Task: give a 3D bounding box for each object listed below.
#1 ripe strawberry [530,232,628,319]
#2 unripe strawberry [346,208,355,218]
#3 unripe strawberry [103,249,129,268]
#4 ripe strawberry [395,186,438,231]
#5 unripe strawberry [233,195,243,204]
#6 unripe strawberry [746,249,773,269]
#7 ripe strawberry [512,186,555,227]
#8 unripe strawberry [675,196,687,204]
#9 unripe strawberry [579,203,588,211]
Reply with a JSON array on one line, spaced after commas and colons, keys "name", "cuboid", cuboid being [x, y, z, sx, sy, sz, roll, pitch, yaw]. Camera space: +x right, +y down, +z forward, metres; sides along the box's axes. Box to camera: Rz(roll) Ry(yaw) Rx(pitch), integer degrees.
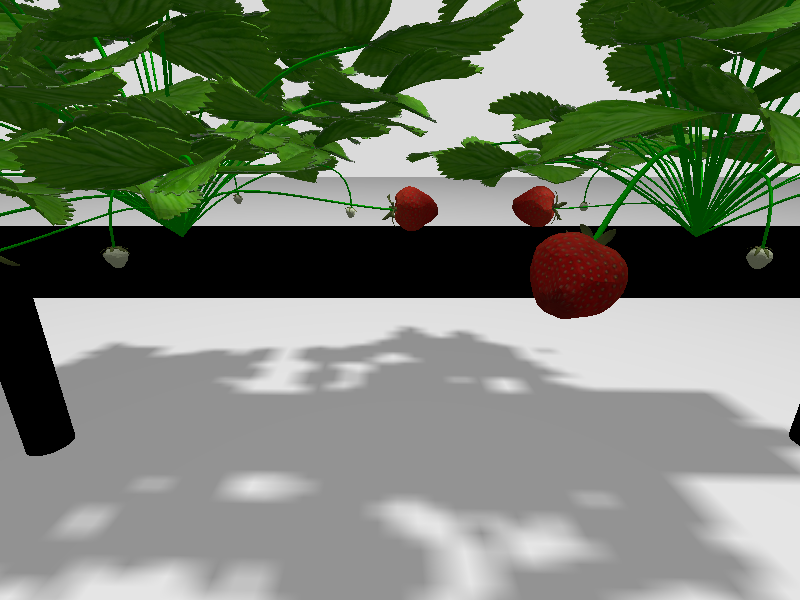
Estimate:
[{"name": "ripe strawberry", "cuboid": [0.068, -0.009, 0.159, 0.037, 0.031, 0.037, 17, 53, 41]}, {"name": "unripe strawberry", "cuboid": [-0.055, -0.097, 0.446, 0.010, 0.011, 0.012, -14, 23, -35]}, {"name": "unripe strawberry", "cuboid": [-0.155, -0.023, 0.219, 0.011, 0.011, 0.010, -5, 19, -14]}, {"name": "ripe strawberry", "cuboid": [0.016, -0.087, 0.383, 0.043, 0.042, 0.040, -3, 19, -11]}, {"name": "unripe strawberry", "cuboid": [-0.205, -0.127, 0.508, 0.011, 0.011, 0.011, -2, 19, -5]}, {"name": "unripe strawberry", "cuboid": [0.194, -0.022, 0.217, 0.011, 0.011, 0.010, 9, 20, 24]}, {"name": "ripe strawberry", "cuboid": [0.136, -0.096, 0.411, 0.042, 0.041, 0.039, 10, 21, 28]}, {"name": "unripe strawberry", "cuboid": [0.368, -0.130, 0.524, 0.014, 0.013, 0.013, 10, 21, 28]}, {"name": "unripe strawberry", "cuboid": [0.234, -0.118, 0.509, 0.011, 0.011, 0.010, -3, 19, -8]}]
